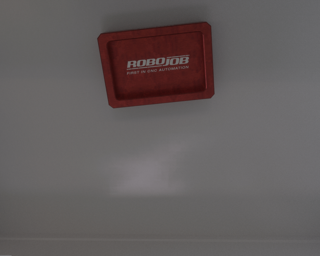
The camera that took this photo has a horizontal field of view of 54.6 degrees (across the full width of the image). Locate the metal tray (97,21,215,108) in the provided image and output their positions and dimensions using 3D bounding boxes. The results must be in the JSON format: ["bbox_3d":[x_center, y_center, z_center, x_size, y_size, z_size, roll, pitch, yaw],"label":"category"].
[{"bbox_3d":[-0.003,-0.077,0.380,0.131,0.030,0.089,-6,110,2],"label":"metal tray"}]
